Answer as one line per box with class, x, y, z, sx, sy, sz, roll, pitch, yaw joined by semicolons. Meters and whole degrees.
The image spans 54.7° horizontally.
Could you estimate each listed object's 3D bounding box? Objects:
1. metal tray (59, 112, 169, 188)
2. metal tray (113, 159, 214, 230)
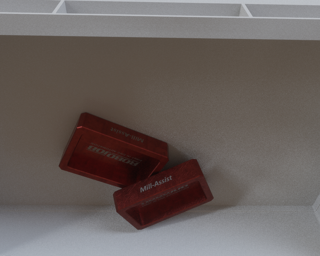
metal tray;-0.064;0.040;0.438;0.131;0.030;0.089;22;127;-18
metal tray;0.008;0.102;0.463;0.130;0.030;0.090;-24;141;4
